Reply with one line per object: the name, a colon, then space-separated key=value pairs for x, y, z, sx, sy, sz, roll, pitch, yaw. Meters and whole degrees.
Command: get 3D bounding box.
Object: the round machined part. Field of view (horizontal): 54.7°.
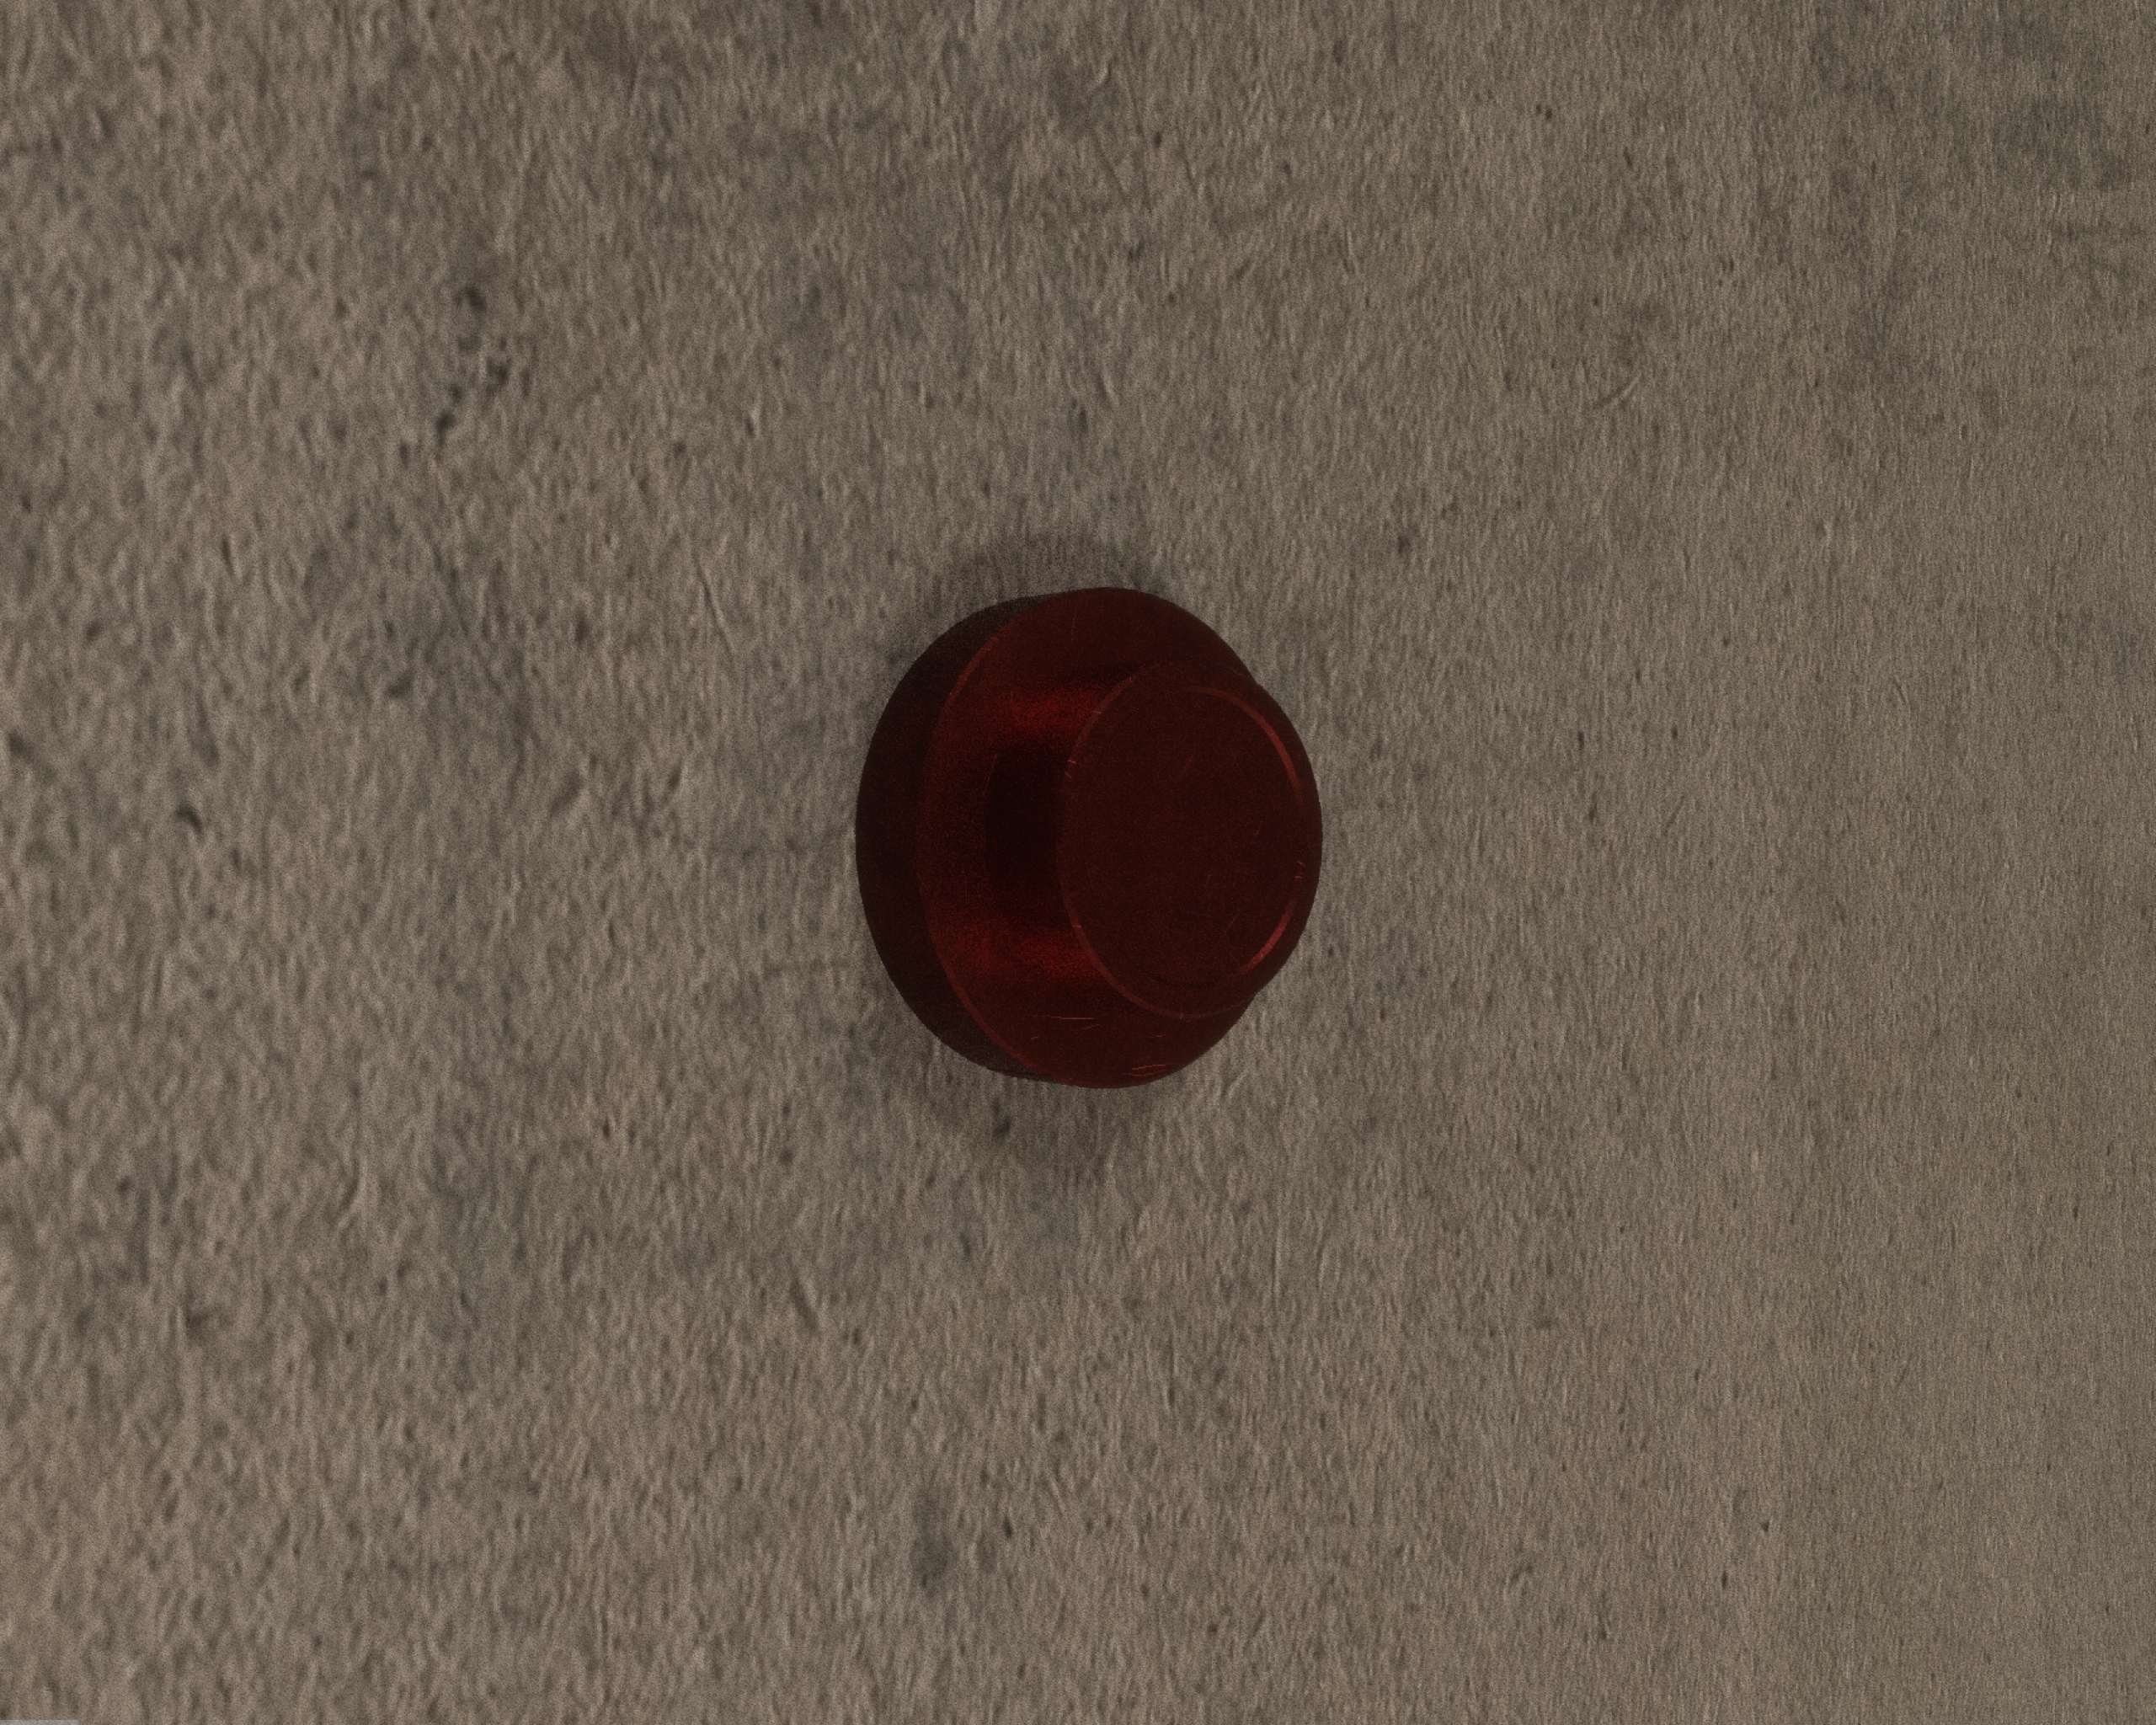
round machined part: x=0.009 y=-0.005 z=0.404 sx=0.099 sy=0.042 sz=0.097 roll=0 pitch=90 yaw=-40
